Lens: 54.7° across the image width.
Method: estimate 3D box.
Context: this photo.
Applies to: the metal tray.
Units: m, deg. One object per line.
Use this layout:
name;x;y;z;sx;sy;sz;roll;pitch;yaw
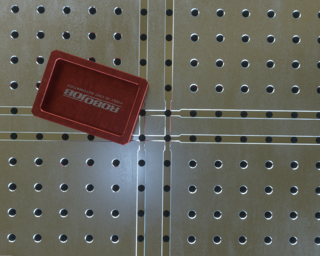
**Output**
metal tray;-0.089;-0.039;0.409;0.131;0.030;0.090;18;90;-1
